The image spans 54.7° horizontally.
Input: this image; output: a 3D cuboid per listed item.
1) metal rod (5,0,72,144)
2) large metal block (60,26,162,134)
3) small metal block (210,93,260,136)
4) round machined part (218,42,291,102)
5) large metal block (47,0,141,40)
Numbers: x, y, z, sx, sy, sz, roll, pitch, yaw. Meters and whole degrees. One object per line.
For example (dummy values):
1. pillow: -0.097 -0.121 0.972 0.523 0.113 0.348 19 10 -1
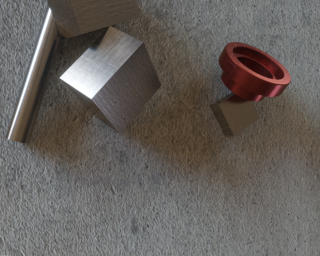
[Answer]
1. metal rod: -0.122 -0.129 0.363 0.025 0.025 0.299 17 84 -19
2. large metal block: -0.051 -0.053 0.354 0.050 0.080 0.080 33 76 27
3. small metal block: 0.109 -0.023 0.449 0.050 0.025 0.050 -31 100 -17
4. round machined part: 0.125 -0.074 0.427 0.099 0.098 0.042 10 131 -20
5. large metal block: -0.079 -0.152 0.347 0.081 0.050 0.080 -30 114 -34
